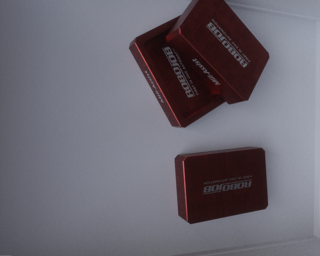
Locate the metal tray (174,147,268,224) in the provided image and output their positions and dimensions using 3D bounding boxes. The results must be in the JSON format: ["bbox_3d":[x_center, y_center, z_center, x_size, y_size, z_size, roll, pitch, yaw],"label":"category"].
[{"bbox_3d":[0.089,0.078,0.441,0.131,0.030,0.089,-5,92,-20],"label":"metal tray"}]

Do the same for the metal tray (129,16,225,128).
[{"bbox_3d":[0.029,-0.076,0.418,0.090,0.030,0.130,-32,101,-17],"label":"metal tray"}]

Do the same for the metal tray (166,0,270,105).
[{"bbox_3d":[0.080,-0.105,0.406,0.130,0.030,0.090,41,65,-21],"label":"metal tray"}]
